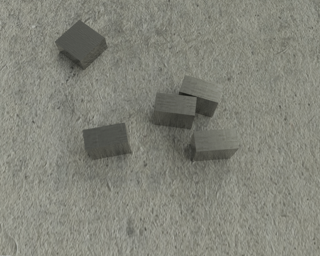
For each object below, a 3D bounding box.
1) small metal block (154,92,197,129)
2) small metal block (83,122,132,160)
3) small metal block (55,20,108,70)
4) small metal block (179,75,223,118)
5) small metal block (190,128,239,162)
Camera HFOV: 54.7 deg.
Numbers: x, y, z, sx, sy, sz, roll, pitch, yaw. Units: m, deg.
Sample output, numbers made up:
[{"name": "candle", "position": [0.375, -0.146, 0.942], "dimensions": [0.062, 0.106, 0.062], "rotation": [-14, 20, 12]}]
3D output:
[{"name": "small metal block", "position": [0.019, -0.021, 0.403], "dimensions": [0.050, 0.050, 0.025], "rotation": [7, 70, 2]}, {"name": "small metal block", "position": [-0.064, 0.018, 0.388], "dimensions": [0.050, 0.050, 0.025], "rotation": [-10, 71, -4]}, {"name": "small metal block", "position": [-0.114, -0.121, 0.451], "dimensions": [0.050, 0.025, 0.050], "rotation": [37, 74, 12]}, {"name": "small metal block", "position": [0.052, -0.041, 0.410], "dimensions": [0.050, 0.050, 0.025], "rotation": [17, 71, 6]}, {"name": "small metal block", "position": [0.066, 0.022, 0.387], "dimensions": [0.050, 0.050, 0.025], "rotation": [-4, 70, -2]}]
